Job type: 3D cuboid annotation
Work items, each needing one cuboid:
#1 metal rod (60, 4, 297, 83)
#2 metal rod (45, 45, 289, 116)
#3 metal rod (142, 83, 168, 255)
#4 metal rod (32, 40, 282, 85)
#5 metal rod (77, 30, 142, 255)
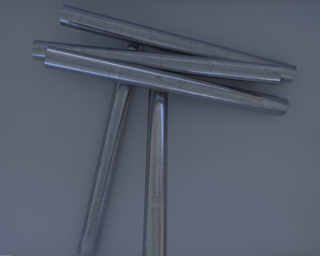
[{"bbox_3d":[0.029,-0.104,0.393,0.302,0.025,0.025,12,90,-8],"label":"metal rod"},{"bbox_3d":[0.020,-0.053,0.378,0.302,0.025,0.025,10,90,-14],"label":"metal rod"},{"bbox_3d":[-0.004,0.055,0.350,0.025,0.025,0.299,1,65,0],"label":"metal rod"},{"bbox_3d":[-0.004,-0.081,0.384,0.302,0.025,0.025,6,90,0],"label":"metal rod"},{"bbox_3d":[-0.064,0.020,0.410,0.025,0.025,0.298,13,90,-1],"label":"metal rod"}]
